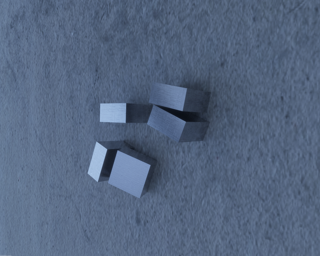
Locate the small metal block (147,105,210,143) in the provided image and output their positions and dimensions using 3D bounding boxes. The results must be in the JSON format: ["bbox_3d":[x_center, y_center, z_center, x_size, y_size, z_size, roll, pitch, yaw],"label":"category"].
[{"bbox_3d":[0.022,-0.006,0.369,0.050,0.050,0.025,30,109,35],"label":"small metal block"}]

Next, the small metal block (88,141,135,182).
[{"bbox_3d":[-0.070,0.046,0.444,0.025,0.050,0.050,30,108,37],"label":"small metal block"}]

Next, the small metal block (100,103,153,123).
[{"bbox_3d":[-0.046,-0.020,0.425,0.050,0.050,0.025,3,92,39],"label":"small metal block"}]

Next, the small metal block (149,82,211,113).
[{"bbox_3d":[0.024,-0.036,0.367,0.050,0.050,0.025,17,101,38],"label":"small metal block"}]

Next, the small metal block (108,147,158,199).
[{"bbox_3d":[-0.037,0.060,0.424,0.050,0.025,0.050,22,105,17],"label":"small metal block"}]
